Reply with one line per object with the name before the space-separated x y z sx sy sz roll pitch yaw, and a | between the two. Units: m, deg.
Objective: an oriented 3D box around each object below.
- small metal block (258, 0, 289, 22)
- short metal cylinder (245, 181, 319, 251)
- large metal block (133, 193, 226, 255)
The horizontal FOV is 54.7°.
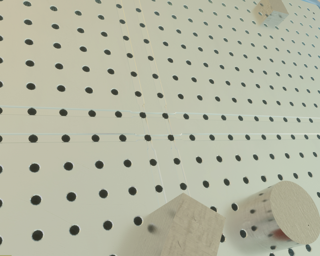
small metal block | 0.264 -0.277 0.719 0.050 0.025 0.050 0 62 -28
short metal cylinder | 0.160 0.116 0.408 0.081 0.050 0.080 14 56 -21
large metal block | 0.013 0.122 0.305 0.050 0.080 0.080 32 52 -8
